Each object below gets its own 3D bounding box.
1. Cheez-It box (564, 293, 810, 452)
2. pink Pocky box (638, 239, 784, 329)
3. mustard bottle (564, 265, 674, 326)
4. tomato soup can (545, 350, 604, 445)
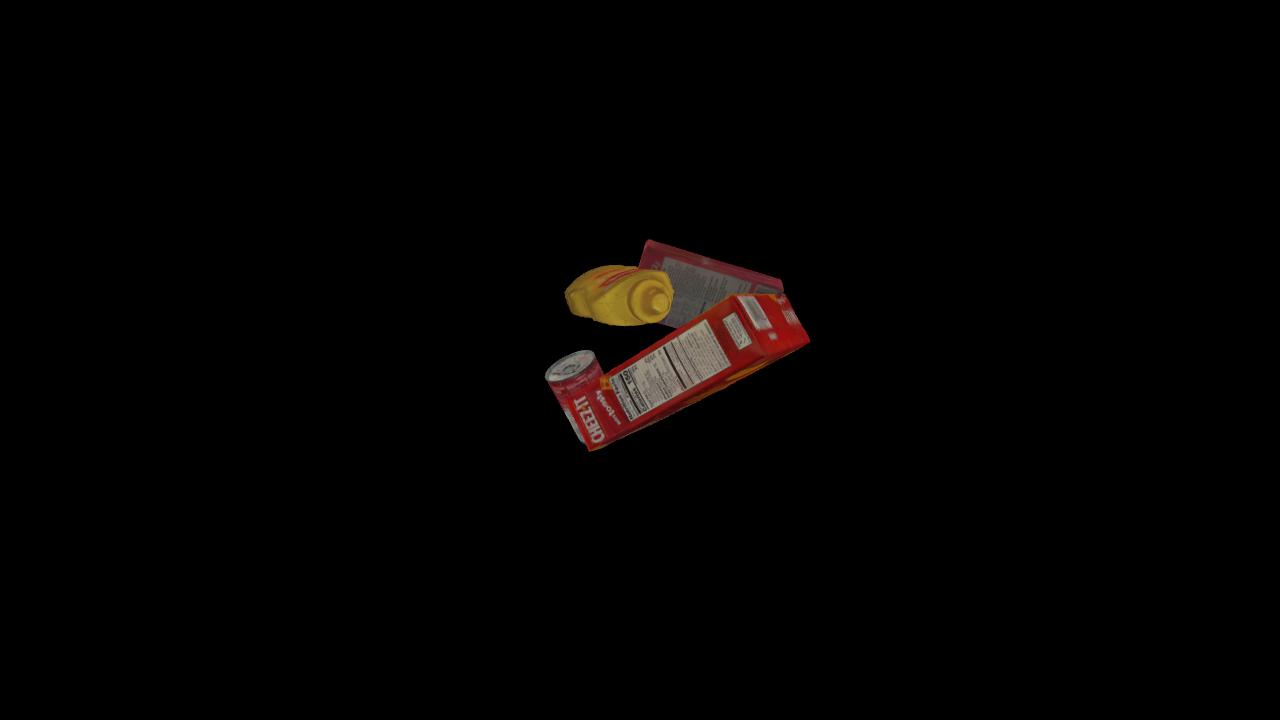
[{"bbox_3d":[0.053,0.010,0.658,0.223,0.071,0.166,-31,-9,28],"label":"Cheez-It box"},{"bbox_3d":[0.069,-0.069,0.671,0.155,0.084,0.029,16,32,-4],"label":"pink Pocky box"},{"bbox_3d":[-0.014,-0.067,0.645,0.092,0.054,0.184,-17,16,-18],"label":"mustard bottle"},{"bbox_3d":[-0.066,0.047,0.769,0.068,0.101,0.068,-21,25,10],"label":"tomato soup can"}]
